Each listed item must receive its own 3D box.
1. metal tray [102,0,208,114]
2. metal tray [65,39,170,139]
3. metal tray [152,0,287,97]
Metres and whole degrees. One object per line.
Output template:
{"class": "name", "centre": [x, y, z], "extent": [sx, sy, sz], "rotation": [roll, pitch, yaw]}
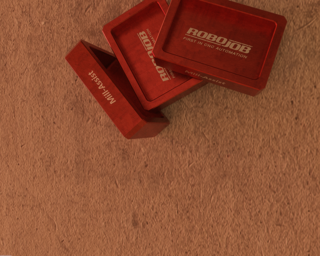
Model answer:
{"class": "metal tray", "centre": [-0.006, -0.095, 0.401], "extent": [0.090, 0.030, 0.130], "rotation": [-29, 81, 9]}
{"class": "metal tray", "centre": [-0.050, -0.046, 0.392], "extent": [0.030, 0.090, 0.130], "rotation": [-42, 77, 15]}
{"class": "metal tray", "centre": [0.067, -0.100, 0.358], "extent": [0.131, 0.030, 0.090], "rotation": [19, 84, 7]}
